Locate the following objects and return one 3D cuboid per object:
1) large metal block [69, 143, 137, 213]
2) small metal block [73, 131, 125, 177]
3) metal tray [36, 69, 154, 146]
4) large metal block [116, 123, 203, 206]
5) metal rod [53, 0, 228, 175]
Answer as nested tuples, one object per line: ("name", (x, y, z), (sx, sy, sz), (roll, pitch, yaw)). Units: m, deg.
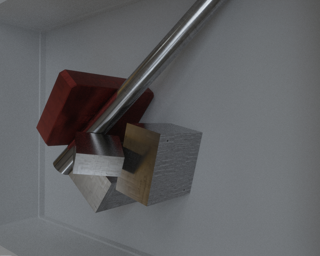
("large metal block", (-0.068, 0.061, 0.425), (0.080, 0.081, 0.050), (44, 116, 31))
("small metal block", (-0.070, 0.029, 0.348), (0.050, 0.050, 0.025), (-119, 40, -60))
("metal tray", (-0.079, -0.022, 0.399), (0.030, 0.131, 0.089), (48, 120, 30))
("large metal block", (0.000, 0.039, 0.368), (0.050, 0.081, 0.079), (17, 101, 38))
("metal rod", (-0.022, -0.057, 0.363), (0.299, 0.025, 0.025), (-47, 61, 10))
